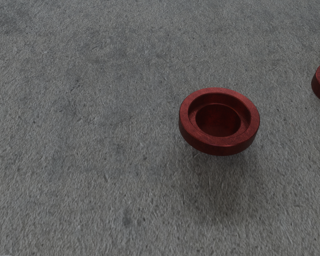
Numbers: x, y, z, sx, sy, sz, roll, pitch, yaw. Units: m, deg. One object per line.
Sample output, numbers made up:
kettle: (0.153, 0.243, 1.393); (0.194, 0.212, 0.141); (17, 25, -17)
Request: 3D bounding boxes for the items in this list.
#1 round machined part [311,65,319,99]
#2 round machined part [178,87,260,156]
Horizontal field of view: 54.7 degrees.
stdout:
round machined part: (0.280, -0.070, 0.453); (0.099, 0.042, 0.098); (0, 50, 0)
round machined part: (0.073, -0.004, 0.396); (0.099, 0.042, 0.098); (0, 50, 0)
